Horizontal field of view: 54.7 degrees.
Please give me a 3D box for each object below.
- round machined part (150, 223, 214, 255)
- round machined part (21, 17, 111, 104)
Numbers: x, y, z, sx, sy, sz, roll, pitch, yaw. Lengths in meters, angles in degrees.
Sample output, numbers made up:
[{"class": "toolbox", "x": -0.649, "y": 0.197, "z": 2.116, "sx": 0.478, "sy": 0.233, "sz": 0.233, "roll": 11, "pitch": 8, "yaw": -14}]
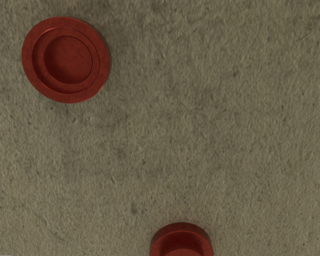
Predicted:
[{"class": "round machined part", "x": 0.033, "y": 0.198, "z": 0.474, "sx": 0.099, "sy": 0.042, "sz": 0.097, "roll": 0, "pitch": 110, "yaw": -1}, {"class": "round machined part", "x": -0.107, "y": -0.081, "z": 0.369, "sx": 0.099, "sy": 0.042, "sz": 0.097, "roll": 0, "pitch": 110, "yaw": -1}]
